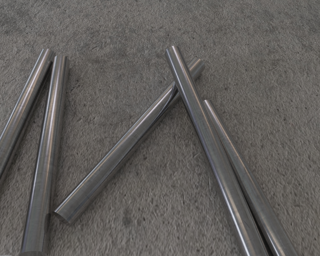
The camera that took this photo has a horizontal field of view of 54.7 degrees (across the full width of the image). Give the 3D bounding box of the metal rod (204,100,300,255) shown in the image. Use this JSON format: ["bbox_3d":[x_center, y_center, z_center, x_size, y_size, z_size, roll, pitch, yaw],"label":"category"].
[{"bbox_3d":[0.104,0.080,0.336,0.025,0.025,0.300,-13,51,-10],"label":"metal rod"}]

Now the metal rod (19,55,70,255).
[{"bbox_3d":[-0.139,0.009,0.394,0.025,0.025,0.300,-5,50,-4],"label":"metal rod"}]

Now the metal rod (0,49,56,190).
[{"bbox_3d":[-0.188,-0.003,0.404,0.025,0.025,0.300,2,50,2],"label":"metal rod"}]

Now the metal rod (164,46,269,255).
[{"bbox_3d":[0.056,0.009,0.376,0.025,0.025,0.299,-11,57,-9],"label":"metal rod"}]

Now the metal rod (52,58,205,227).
[{"bbox_3d":[-0.021,-0.002,0.404,0.025,0.025,0.301,26,55,20],"label":"metal rod"}]
